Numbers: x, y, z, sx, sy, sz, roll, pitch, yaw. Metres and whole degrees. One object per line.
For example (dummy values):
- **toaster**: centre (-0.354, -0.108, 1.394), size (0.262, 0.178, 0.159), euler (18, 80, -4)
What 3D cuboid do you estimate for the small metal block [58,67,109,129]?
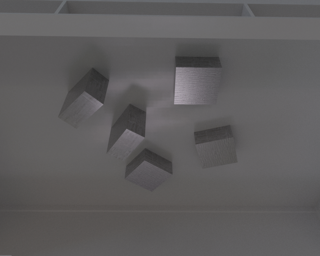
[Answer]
- **small metal block**: centre (-0.088, -0.035, 0.362), size (0.050, 0.050, 0.025), euler (-37, 121, 27)

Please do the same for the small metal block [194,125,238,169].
- **small metal block**: centre (0.078, 0.027, 0.433), size (0.050, 0.025, 0.050), euler (-12, 129, 10)

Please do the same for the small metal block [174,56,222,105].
- **small metal block**: centre (0.042, -0.055, 0.363), size (0.050, 0.025, 0.050), euler (0, 130, -1)

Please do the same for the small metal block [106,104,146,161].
- **small metal block**: centre (-0.042, 0.006, 0.397), size (0.025, 0.050, 0.050), euler (28, 125, -21)

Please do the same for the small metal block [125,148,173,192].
- **small metal block**: centre (-0.017, 0.064, 0.463), size (0.050, 0.025, 0.050), euler (30, 124, -24)
